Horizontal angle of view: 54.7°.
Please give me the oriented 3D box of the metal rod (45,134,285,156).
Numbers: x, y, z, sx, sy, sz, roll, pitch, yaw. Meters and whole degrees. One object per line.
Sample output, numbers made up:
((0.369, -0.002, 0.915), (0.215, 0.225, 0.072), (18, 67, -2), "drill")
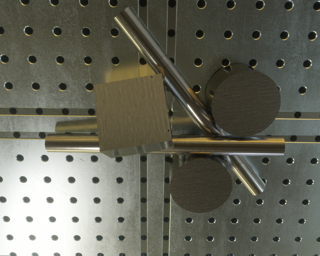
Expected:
((0.002, 0.021, 0.399), (0.302, 0.025, 0.025), (0, 110, 6), "metal rod")

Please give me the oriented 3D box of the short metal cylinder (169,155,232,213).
((0.053, 0.067, 0.421), (0.081, 0.050, 0.079), (0, 110, 0), "short metal cylinder")

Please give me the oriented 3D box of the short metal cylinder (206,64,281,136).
((0.100, -0.036, 0.384), (0.081, 0.050, 0.079), (0, 110, 0), "short metal cylinder")

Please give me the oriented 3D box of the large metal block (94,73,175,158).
((-0.030, -0.012, 0.372), (0.080, 0.050, 0.080), (-9, 75, 3), "large metal block")

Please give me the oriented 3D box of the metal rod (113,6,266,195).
((0.047, -0.023, 0.402), (0.025, 0.025, 0.300), (-36, 107, 12), "metal rod")
